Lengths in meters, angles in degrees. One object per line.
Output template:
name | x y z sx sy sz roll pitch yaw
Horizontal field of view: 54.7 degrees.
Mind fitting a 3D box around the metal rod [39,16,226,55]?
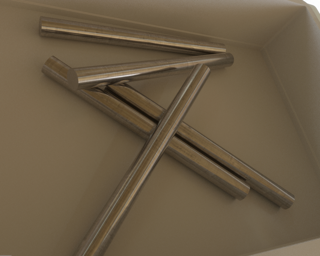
metal rod | -0.023 -0.135 0.476 0.303 0.025 0.025 -1 62 -29

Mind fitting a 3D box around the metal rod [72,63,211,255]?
metal rod | -0.009 0.028 0.358 0.025 0.025 0.301 36 59 -5

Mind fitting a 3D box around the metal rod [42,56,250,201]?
metal rod | -0.013 0.004 0.397 0.301 0.025 0.025 33 51 -7

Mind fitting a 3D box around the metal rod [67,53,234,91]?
metal rod | 0.011 -0.087 0.446 0.302 0.025 0.025 -17 71 -41

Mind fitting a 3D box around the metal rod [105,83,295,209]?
metal rod | 0.058 0.023 0.424 0.301 0.025 0.025 33 51 -7
